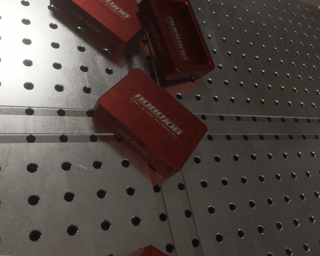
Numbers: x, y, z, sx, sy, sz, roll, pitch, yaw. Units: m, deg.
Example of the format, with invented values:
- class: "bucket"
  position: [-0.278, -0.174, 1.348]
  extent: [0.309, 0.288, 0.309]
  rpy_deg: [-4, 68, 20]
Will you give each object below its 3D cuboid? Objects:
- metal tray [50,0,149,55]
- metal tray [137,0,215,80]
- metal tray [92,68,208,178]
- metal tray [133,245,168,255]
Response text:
- class: "metal tray"
  position: [-0.085, -0.180, 0.470]
  extent: [0.130, 0.030, 0.090]
  rpy_deg: [37, 51, -4]
- class: "metal tray"
  position: [0.027, -0.142, 0.483]
  extent: [0.091, 0.030, 0.129]
  rpy_deg: [-14, 81, -42]
- class: "metal tray"
  position: [-0.010, -0.009, 0.407]
  extent: [0.130, 0.030, 0.090]
  rpy_deg: [41, 51, -1]
- class: "metal tray"
  position: [-0.008, 0.190, 0.285]
  extent: [0.090, 0.030, 0.130]
  rpy_deg: [35, 51, -6]
